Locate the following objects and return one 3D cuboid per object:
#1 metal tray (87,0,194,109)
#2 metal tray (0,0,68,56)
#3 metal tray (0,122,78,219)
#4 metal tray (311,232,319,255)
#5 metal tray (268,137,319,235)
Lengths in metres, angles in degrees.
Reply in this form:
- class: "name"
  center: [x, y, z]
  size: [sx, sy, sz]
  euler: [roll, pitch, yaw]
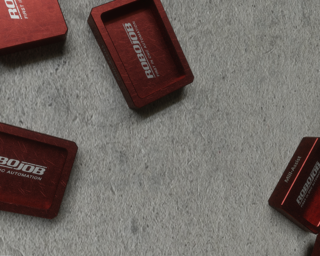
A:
- class: "metal tray"
  center: [-0.023, -0.100, 0.397]
  size: [0.091, 0.030, 0.129]
  euler: [-28, 100, -18]
- class: "metal tray"
  center: [-0.168, -0.154, 0.344]
  size: [0.091, 0.030, 0.129]
  euler: [-21, 97, -19]
- class: "metal tray"
  center: [-0.168, 0.042, 0.344]
  size: [0.131, 0.030, 0.090]
  euler: [17, 84, -19]
- class: "metal tray"
  center: [0.287, 0.225, 0.496]
  size: [0.131, 0.030, 0.090]
  euler: [23, 82, -33]
- class: "metal tray"
  center: [0.242, 0.090, 0.495]
  size: [0.090, 0.030, 0.130]
  euler: [37, 78, -16]
